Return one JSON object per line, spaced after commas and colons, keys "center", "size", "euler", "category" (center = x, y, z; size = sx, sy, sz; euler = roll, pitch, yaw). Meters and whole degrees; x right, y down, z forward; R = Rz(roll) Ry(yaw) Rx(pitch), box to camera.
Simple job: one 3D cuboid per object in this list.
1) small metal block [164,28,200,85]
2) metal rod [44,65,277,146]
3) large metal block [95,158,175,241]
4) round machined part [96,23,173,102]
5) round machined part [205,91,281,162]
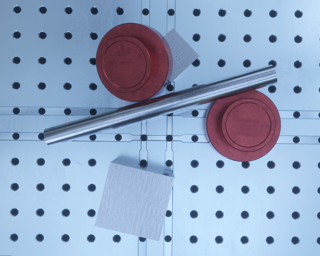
{"center": [0.016, -0.094, 0.413], "size": [0.050, 0.025, 0.050], "euler": [-43, 90, 0], "category": "small metal block"}
{"center": [-0.004, -0.027, 0.399], "size": [0.301, 0.025, 0.025], "euler": [-15, 90, 5], "category": "metal rod"}
{"center": [-0.031, 0.089, 0.401], "size": [0.080, 0.050, 0.080], "euler": [14, 90, 0], "category": "large metal block"}
{"center": [-0.036, -0.080, 0.387], "size": [0.098, 0.042, 0.097], "euler": [5, 107, 16], "category": "round machined part"}
{"center": [0.110, -0.004, 0.406], "size": [0.099, 0.042, 0.097], "euler": [0, 90, 0], "category": "round machined part"}
